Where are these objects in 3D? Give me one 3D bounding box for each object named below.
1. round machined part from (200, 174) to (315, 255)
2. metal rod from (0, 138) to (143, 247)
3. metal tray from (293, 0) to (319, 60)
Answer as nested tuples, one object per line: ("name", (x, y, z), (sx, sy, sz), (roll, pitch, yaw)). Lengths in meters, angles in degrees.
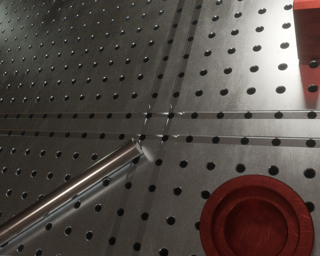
("round machined part", (0.091, 0.097, 0.290), (0.098, 0.042, 0.098), (-13, 56, 20))
("metal rod", (-0.155, 0.106, 0.422), (0.300, 0.025, 0.025), (-33, 52, 6))
("metal tray", (0.187, -0.158, 0.365), (0.030, 0.090, 0.130), (7, 65, 31))
